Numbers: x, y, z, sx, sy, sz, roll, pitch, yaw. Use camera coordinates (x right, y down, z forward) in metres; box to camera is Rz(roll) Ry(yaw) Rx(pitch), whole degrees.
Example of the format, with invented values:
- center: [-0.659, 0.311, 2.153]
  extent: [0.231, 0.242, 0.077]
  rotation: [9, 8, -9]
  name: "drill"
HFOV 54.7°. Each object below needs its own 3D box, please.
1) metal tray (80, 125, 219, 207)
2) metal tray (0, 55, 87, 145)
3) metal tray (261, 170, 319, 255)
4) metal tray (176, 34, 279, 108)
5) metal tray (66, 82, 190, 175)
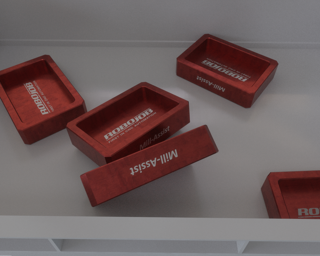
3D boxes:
- center: [-0.015, 0.041, 0.325]
  extent: [0.131, 0.090, 0.030]
  rotation: [-21, 83, -17]
  name: "metal tray"
- center: [-0.172, -0.046, 0.438]
  extent: [0.091, 0.030, 0.130]
  rotation: [-28, 56, -22]
  name: "metal tray"
- center: [0.185, 0.090, 0.326]
  extent: [0.131, 0.030, 0.090]
  rotation: [-2, 50, -2]
  name: "metal tray"
- center: [0.102, -0.093, 0.479]
  extent: [0.130, 0.030, 0.090]
  rotation: [30, 56, 22]
  name: "metal tray"
- center: [-0.037, -0.006, 0.389]
  extent: [0.131, 0.030, 0.090]
  rotation: [-34, 46, -30]
  name: "metal tray"
